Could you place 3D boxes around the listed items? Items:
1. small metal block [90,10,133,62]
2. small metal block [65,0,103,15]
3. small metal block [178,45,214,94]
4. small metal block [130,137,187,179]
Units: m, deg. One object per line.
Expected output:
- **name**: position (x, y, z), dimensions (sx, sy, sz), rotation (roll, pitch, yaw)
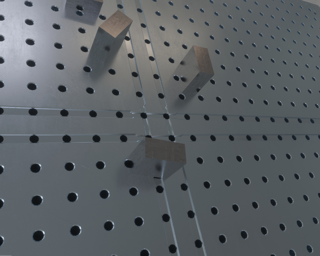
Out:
- **small metal block**: position (-0.068, -0.128, 0.433), dimensions (0.025, 0.050, 0.050), rotation (35, 51, -5)
- **small metal block**: position (-0.115, -0.205, 0.471), dimensions (0.050, 0.025, 0.050), rotation (7, 58, -24)
- **small metal block**: position (0.054, -0.089, 0.475), dimensions (0.025, 0.050, 0.050), rotation (6, 59, -25)
- **small metal block**: position (-0.004, 0.037, 0.367), dimensions (0.050, 0.050, 0.025), rotation (11, 57, -22)
